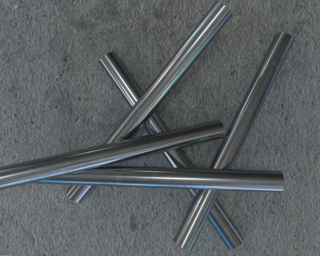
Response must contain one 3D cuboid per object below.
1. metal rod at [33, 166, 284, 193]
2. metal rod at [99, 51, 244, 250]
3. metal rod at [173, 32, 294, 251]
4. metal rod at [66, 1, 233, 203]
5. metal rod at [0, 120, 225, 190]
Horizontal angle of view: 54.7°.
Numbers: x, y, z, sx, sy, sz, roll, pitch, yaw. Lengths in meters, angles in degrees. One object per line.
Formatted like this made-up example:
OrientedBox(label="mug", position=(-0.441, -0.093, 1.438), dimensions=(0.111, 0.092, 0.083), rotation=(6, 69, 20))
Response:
OrientedBox(label="metal rod", position=(-0.012, 0.059, 0.368), dimensions=(0.302, 0.025, 0.025), rotation=(1, 90, 5))
OrientedBox(label="metal rod", position=(0.015, 0.029, 0.409), dimensions=(0.025, 0.025, 0.299), rotation=(-35, 90, 0))
OrientedBox(label="metal rod", position=(0.096, 0.012, 0.394), dimensions=(0.025, 0.025, 0.299), rotation=(28, 83, 0))
OrientedBox(label="metal rod", position=(-0.020, -0.024, 0.382), dimensions=(0.025, 0.025, 0.299), rotation=(39, 100, 0))
OrientedBox(label="metal rod", position=(-0.066, 0.032, 0.365), dimensions=(0.302, 0.025, 0.025), rotation=(-12, 90, -13))
